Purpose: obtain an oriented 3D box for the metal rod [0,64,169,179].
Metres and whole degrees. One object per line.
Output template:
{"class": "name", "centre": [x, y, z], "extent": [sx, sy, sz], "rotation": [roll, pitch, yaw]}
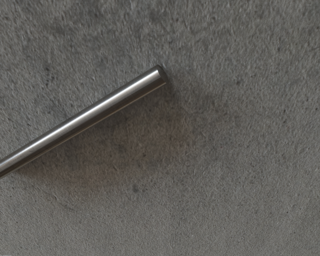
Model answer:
{"class": "metal rod", "centre": [-0.121, 0.003, 0.407], "extent": [0.300, 0.025, 0.025], "rotation": [-27, 125, 21]}
